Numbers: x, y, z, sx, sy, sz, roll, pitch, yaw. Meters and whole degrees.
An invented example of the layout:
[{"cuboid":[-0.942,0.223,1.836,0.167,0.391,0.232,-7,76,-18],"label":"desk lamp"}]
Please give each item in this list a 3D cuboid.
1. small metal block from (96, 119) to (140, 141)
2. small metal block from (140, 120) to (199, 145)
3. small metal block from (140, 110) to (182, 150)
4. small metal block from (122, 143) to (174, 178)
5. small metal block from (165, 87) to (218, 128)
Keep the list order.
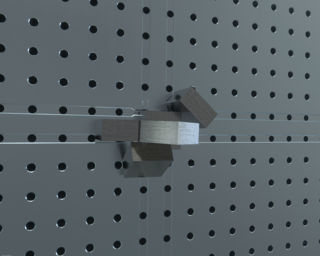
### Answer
[{"cuboid":[-0.050,0.003,0.380,0.050,0.050,0.025,2,90,-19],"label":"small metal block"},{"cuboid":[0.012,0.005,0.366,0.050,0.050,0.025,3,89,-57],"label":"small metal block"},{"cuboid":[0.000,0.003,0.412,0.050,0.025,0.050,2,89,-21],"label":"small metal block"},{"cuboid":[-0.017,0.041,0.390,0.050,0.050,0.025,1,58,-20],"label":"small metal block"},{"cuboid":[0.041,-0.026,0.414,0.050,0.050,0.025,45,76,-15],"label":"small metal block"}]
